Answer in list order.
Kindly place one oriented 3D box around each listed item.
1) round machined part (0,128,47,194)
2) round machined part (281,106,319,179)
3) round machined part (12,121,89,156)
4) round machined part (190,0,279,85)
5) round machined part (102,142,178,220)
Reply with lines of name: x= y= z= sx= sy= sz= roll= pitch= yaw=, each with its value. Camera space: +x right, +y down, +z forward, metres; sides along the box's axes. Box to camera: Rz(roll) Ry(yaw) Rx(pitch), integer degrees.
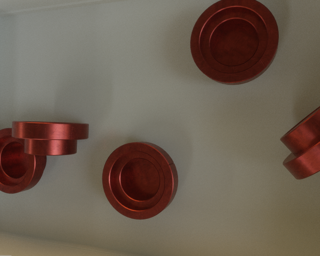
round machined part: x=-0.216 y=0.048 z=0.477 sx=0.098 sy=0.042 sz=0.097 roll=0 pitch=91 yaw=20
round machined part: x=0.163 y=0.005 z=0.314 sx=0.098 sy=0.098 sz=0.042 roll=-43 pitch=77 yaw=15
round machined part: x=-0.149 y=0.013 z=0.424 sx=0.098 sy=0.098 sz=0.042 roll=3 pitch=91 yaw=20
round machined part: x=0.089 y=-0.100 z=0.370 sx=0.098 sy=0.042 sz=0.097 roll=0 pitch=90 yaw=20
round machined part: x=-0.023 y=0.066 z=0.409 sx=0.098 sy=0.042 sz=0.097 roll=0 pitch=90 yaw=20
